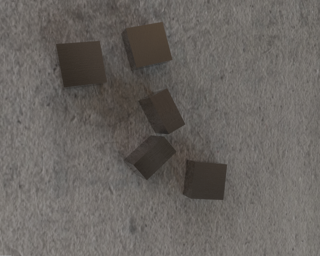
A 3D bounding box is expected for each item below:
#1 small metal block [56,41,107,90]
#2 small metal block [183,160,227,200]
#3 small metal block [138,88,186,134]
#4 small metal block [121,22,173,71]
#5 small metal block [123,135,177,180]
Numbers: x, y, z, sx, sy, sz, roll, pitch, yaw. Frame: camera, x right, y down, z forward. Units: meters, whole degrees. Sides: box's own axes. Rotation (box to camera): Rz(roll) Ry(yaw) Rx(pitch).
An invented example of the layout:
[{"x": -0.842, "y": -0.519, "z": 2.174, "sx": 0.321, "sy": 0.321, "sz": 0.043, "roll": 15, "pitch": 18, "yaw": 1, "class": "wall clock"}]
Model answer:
[{"x": -0.095, "y": -0.075, "z": 0.374, "sx": 0.050, "sy": 0.025, "sz": 0.050, "roll": -11, "pitch": 94, "yaw": -20, "class": "small metal block"}, {"x": 0.063, "y": 0.072, "z": 0.434, "sx": 0.050, "sy": 0.025, "sz": 0.050, "roll": 7, "pitch": 88, "yaw": -20, "class": "small metal block"}, {"x": 0.001, "y": -0.020, "z": 0.397, "sx": 0.025, "sy": 0.050, "sz": 0.050, "roll": -31, "pitch": 101, "yaw": -18, "class": "small metal block"}, {"x": -0.017, "y": -0.106, "z": 0.403, "sx": 0.050, "sy": 0.025, "sz": 0.050, "roll": -17, "pitch": 96, "yaw": -20, "class": "small metal block"}, {"x": -0.014, "y": 0.036, "z": 0.392, "sx": 0.050, "sy": 0.050, "sz": 0.025, "roll": -42, "pitch": 104, "yaw": -15, "class": "small metal block"}]
